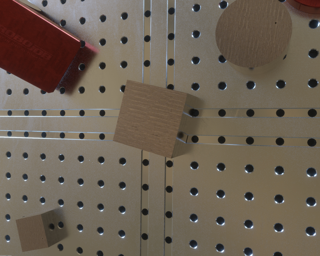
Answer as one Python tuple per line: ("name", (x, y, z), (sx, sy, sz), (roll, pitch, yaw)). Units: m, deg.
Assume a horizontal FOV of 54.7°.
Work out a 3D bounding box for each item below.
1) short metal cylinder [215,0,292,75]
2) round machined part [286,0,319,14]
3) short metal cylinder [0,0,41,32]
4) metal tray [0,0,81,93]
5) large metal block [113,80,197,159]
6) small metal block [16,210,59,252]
("short metal cylinder", (0.109, -0.106, 0.361), (0.080, 0.050, 0.080), (0, 90, 20))
("round machined part", (0.182, -0.181, 0.339), (0.098, 0.042, 0.097), (0, 90, 20))
("short metal cylinder", (-0.229, -0.177, 0.464), (0.080, 0.080, 0.050), (37, 102, 16))
("metal tray", (-0.190, -0.120, 0.437), (0.131, 0.030, 0.090), (30, 103, -23))
("large metal block", (-0.005, -0.012, 0.401), (0.080, 0.050, 0.080), (15, 95, 19))
("small metal block", (-0.190, 0.159, 0.480), (0.050, 0.025, 0.050), (-16, 85, 19))
